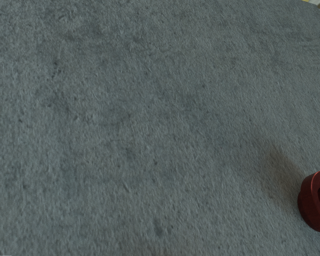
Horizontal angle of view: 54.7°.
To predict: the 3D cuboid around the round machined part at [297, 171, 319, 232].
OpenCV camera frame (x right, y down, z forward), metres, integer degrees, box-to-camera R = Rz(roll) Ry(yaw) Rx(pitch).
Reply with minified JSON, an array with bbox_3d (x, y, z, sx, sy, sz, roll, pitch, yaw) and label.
[{"bbox_3d":[0.245,0.116,0.457,0.099,0.042,0.098,14,56,-21],"label":"round machined part"}]
